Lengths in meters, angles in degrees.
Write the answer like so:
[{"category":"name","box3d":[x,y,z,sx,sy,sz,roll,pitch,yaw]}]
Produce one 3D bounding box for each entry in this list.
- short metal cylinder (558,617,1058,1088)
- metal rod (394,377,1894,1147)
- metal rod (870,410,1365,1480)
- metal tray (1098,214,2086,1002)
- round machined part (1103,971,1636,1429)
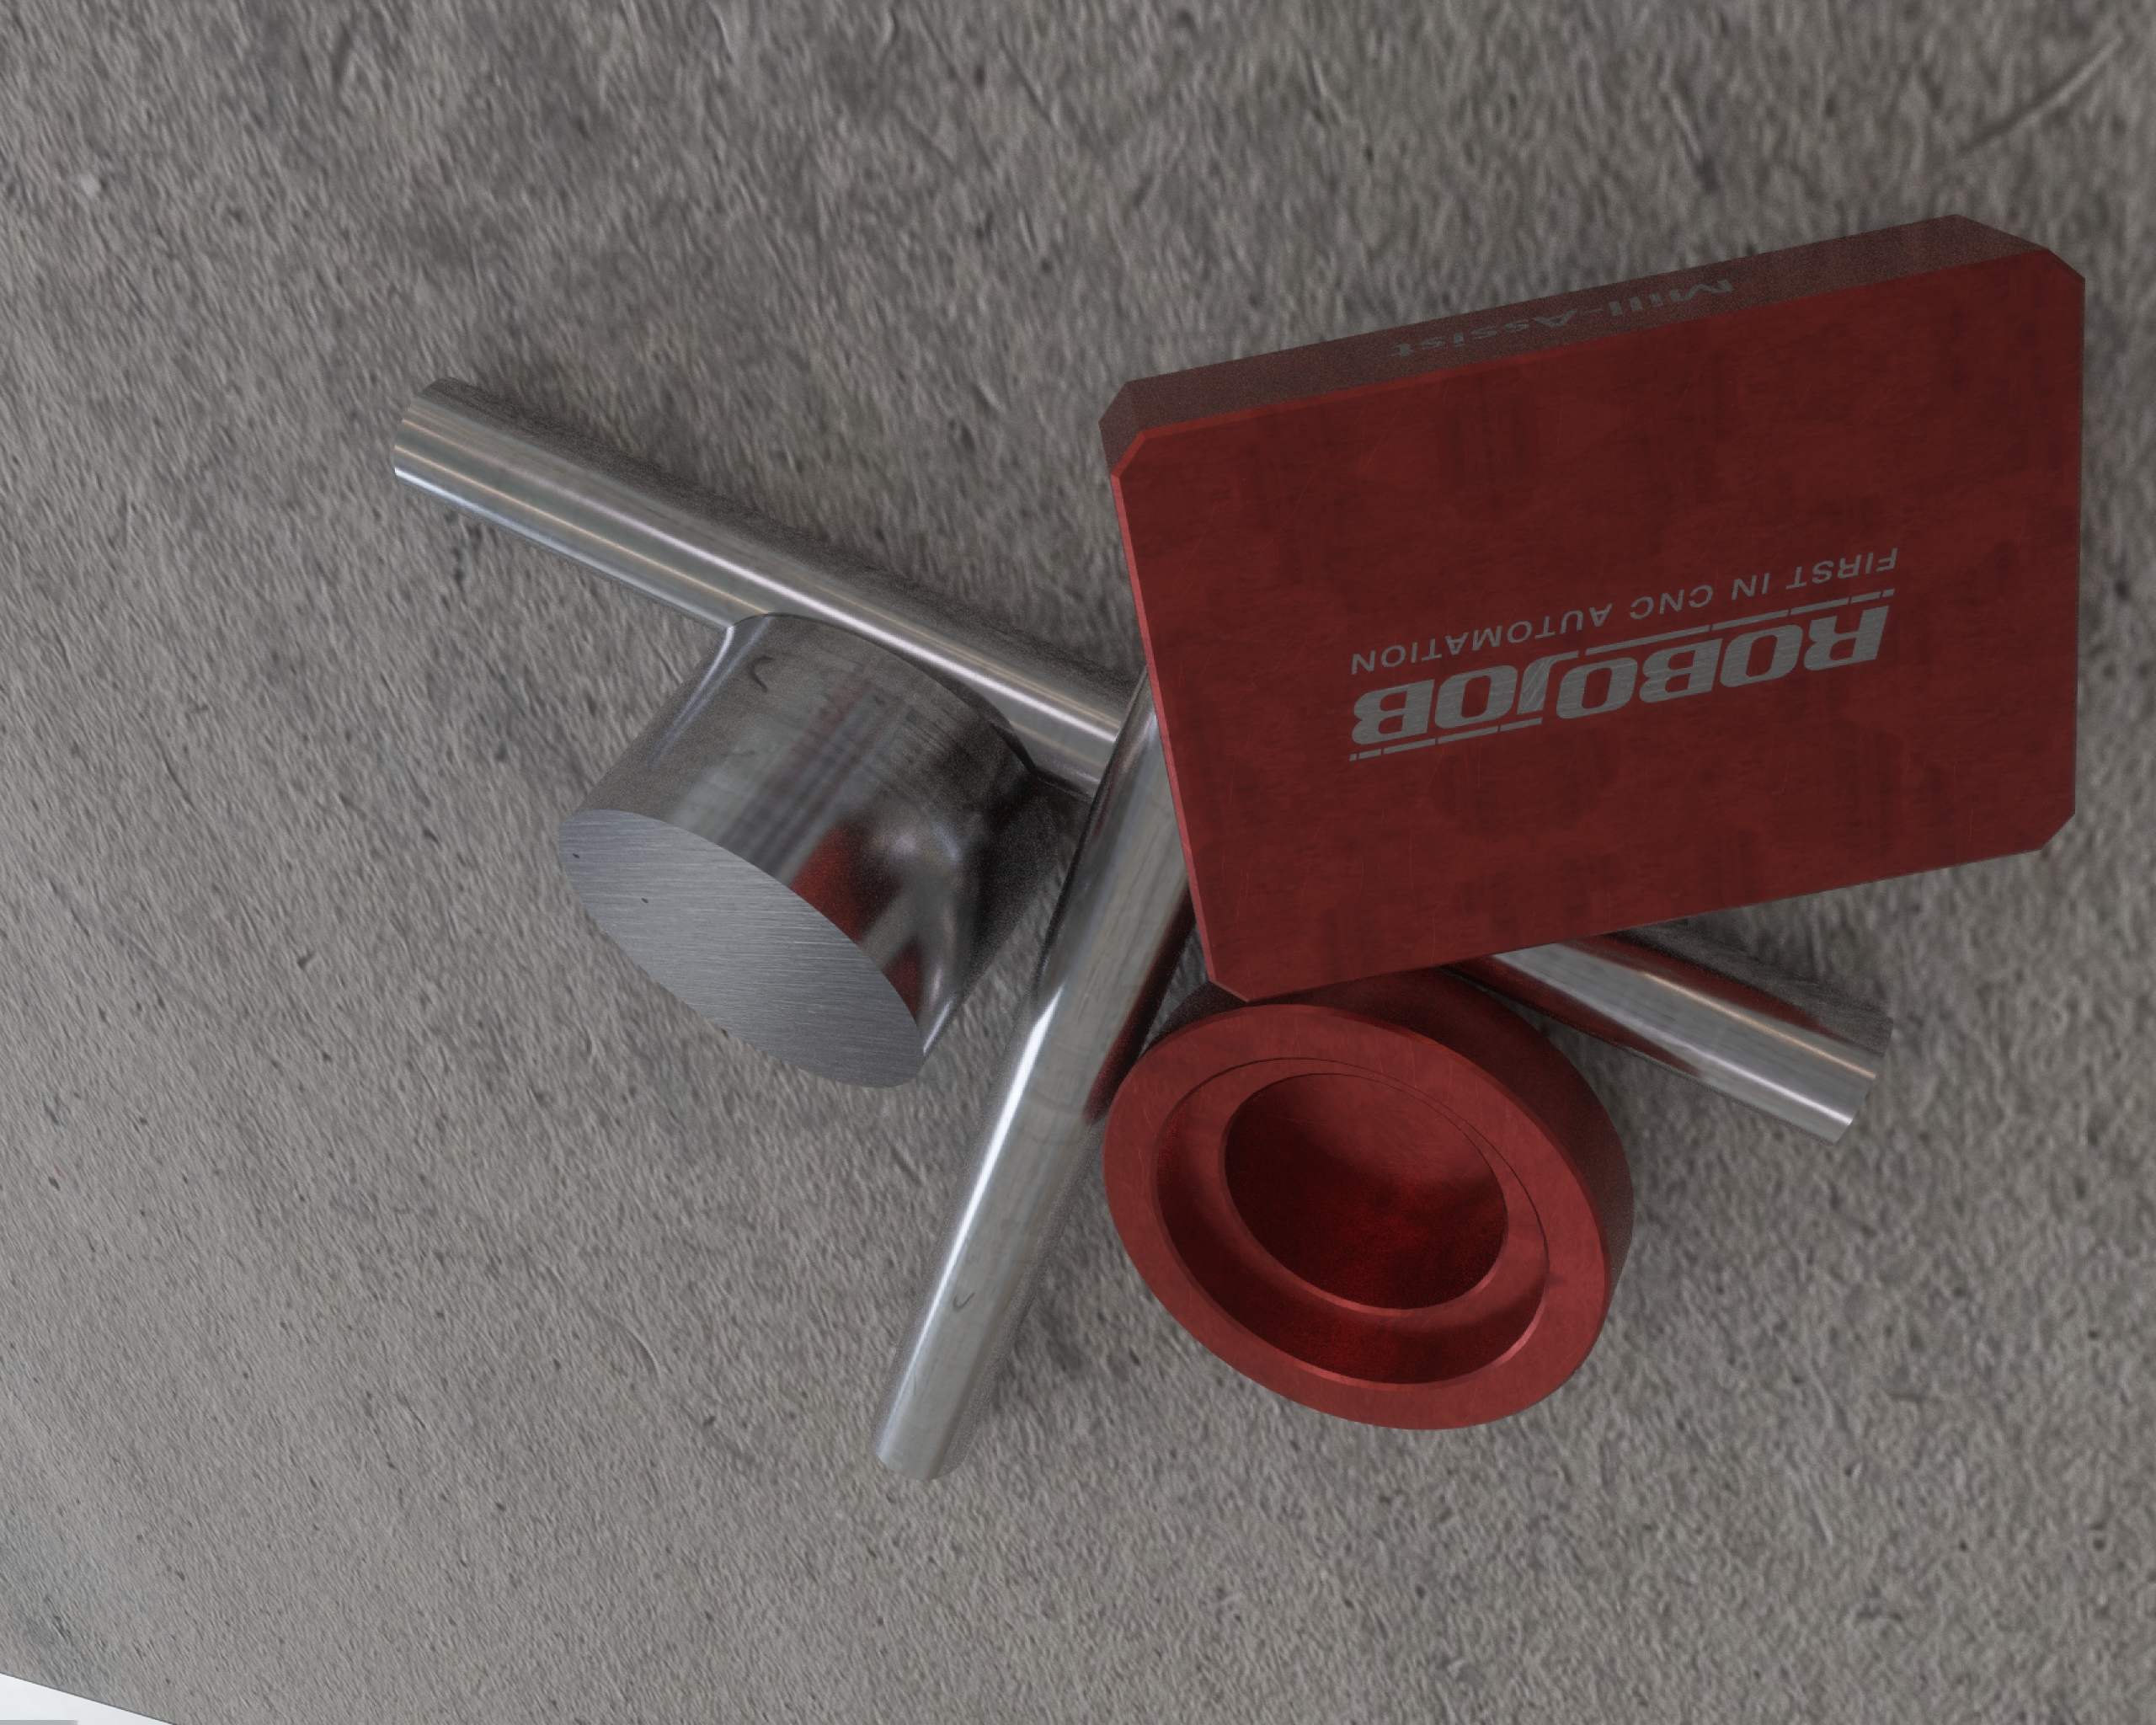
[{"category":"short metal cylinder","box3d":[-0.051,-0.001,0.402,0.080,0.050,0.080,25,151,15]},{"category":"metal rod","box3d":[0.002,-0.024,0.393,0.301,0.025,0.025,25,127,12]},{"category":"metal rod","box3d":[-0.003,0.041,0.412,0.025,0.025,0.298,29,135,9]},{"category":"metal tray","box3d":[0.076,-0.036,0.307,0.131,0.030,0.089,-11,116,2]},{"category":"round machined part","box3d":[0.058,0.058,0.403,0.098,0.042,0.097,13,124,21]}]
